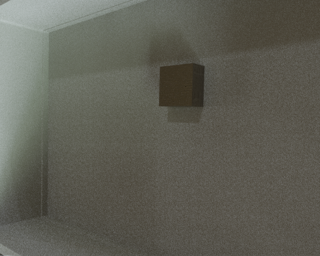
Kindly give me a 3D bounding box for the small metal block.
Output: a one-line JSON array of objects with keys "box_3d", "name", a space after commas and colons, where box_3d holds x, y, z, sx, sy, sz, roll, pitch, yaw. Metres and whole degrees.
[{"box_3d": [0.027, -0.052, 0.386, 0.050, 0.025, 0.050, 3, 92, 40], "name": "small metal block"}]
